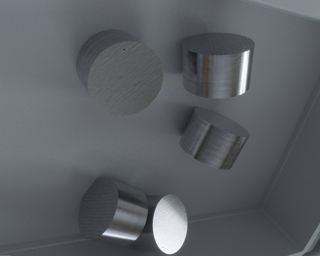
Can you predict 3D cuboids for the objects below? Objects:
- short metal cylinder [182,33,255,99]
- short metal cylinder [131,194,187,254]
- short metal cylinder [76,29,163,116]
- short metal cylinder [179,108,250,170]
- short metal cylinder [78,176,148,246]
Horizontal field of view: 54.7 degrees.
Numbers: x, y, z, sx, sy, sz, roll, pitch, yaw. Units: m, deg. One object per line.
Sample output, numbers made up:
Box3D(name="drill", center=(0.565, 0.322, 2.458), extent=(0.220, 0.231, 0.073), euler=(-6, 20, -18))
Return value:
Box3D(name="short metal cylinder", center=(0.066, -0.075, 0.363), extent=(0.081, 0.080, 0.050), euler=(-16, 125, -19))
Box3D(name="short metal cylinder", center=(-0.004, 0.138, 0.449), extent=(0.080, 0.050, 0.080), euler=(18, 67, -49))
Box3D(name="short metal cylinder", center=(-0.043, -0.059, 0.332), extent=(0.081, 0.050, 0.079), euler=(-14, 124, -21))
Box3D(name="short metal cylinder", center=(0.073, 0.013, 0.421), extent=(0.081, 0.080, 0.050), euler=(11, 113, -33))
Box3D(name="short metal cylinder", center=(-0.062, 0.110, 0.407), extent=(0.050, 0.080, 0.080), euler=(31, 101, -38))
